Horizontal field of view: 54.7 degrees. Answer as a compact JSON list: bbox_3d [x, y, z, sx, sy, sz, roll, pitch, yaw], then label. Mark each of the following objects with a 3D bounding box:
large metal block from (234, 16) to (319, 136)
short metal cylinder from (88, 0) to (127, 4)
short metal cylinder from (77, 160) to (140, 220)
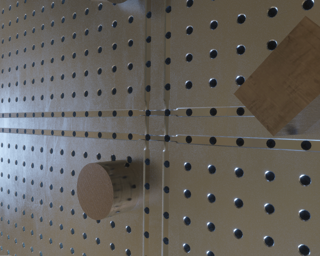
[{"bbox_3d":[0.125,-0.039,0.270,0.080,0.081,0.050,-51,61,28],"label":"large metal block"},{"bbox_3d":[-0.077,-0.219,0.435,0.050,0.081,0.079,22,104,37],"label":"short metal cylinder"},{"bbox_3d":[-0.076,0.089,0.454,0.080,0.050,0.079,0,90,39],"label":"short metal cylinder"}]
